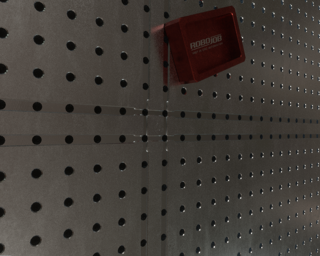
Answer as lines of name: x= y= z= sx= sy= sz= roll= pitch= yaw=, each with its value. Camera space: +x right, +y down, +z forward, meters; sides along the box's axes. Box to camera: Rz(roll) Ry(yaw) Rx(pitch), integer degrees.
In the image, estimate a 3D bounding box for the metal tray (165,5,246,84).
metal tray: x=0.073 y=-0.128 z=0.469 sx=0.131 sy=0.030 sz=0.089 roll=-28 pitch=108 yaw=-37
